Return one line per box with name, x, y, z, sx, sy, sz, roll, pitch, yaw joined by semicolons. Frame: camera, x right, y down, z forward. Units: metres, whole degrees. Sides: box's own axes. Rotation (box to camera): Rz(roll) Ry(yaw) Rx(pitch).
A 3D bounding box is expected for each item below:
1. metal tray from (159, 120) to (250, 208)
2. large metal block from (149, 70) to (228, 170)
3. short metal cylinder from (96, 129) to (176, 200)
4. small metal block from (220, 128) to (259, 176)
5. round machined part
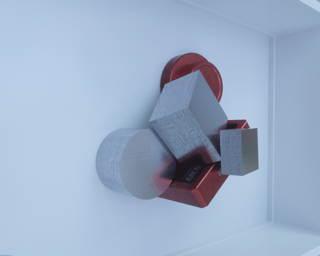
metal tray;0.054;0.040;0.409;0.131;0.090;0.030;-46;117;-31
large metal block;0.039;-0.010;0.376;0.080;0.050;0.080;54;34;-27
short metal cylinder;-0.027;0.040;0.367;0.081;0.050;0.079;0;90;-40
small metal block;0.093;0.026;0.361;0.050;0.025;0.050;-4;92;-53
round machined part;0.051;-0.058;0.438;0.099;0.042;0.097;0;90;-40
